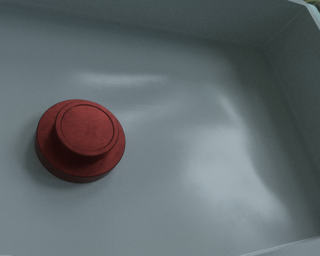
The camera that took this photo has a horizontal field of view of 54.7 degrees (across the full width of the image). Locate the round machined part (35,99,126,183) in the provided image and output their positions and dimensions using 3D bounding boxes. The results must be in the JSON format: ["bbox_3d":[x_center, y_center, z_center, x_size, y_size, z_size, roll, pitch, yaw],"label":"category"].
[{"bbox_3d":[-0.085,0.008,0.345,0.099,0.042,0.098,14,56,-21],"label":"round machined part"}]

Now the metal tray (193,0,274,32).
[{"bbox_3d":[0.137,-0.221,0.576,0.131,0.090,0.030,-12,68,-34],"label":"metal tray"}]
